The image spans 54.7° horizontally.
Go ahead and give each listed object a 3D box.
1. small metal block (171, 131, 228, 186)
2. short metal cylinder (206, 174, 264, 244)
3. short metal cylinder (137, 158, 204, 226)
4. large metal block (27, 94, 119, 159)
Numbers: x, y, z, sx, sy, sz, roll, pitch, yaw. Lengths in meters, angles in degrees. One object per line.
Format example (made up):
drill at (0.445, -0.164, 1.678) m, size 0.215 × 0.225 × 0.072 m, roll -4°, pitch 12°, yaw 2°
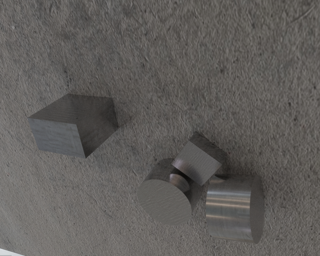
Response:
small metal block at (0.051, 0.040, 0.405) m, size 0.050 × 0.025 × 0.050 m, roll 36°, pitch 129°, yaw 4°
short metal cylinder at (0.095, 0.097, 0.382) m, size 0.050 × 0.080 × 0.080 m, roll -2°, pitch 117°, yaw 29°
short metal cylinder at (0.015, 0.090, 0.438) m, size 0.080 × 0.050 × 0.079 m, roll 13°, pitch 124°, yaw 21°
large metal block at (-0.117, -0.006, 0.429) m, size 0.080 × 0.080 × 0.050 m, roll 7°, pitch 122°, yaw 24°
